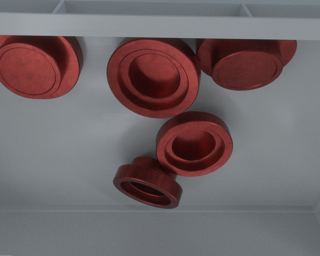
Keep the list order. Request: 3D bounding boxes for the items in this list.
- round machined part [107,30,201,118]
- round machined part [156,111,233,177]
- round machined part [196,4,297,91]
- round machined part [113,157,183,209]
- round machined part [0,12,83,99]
[{"bbox_3d":[-0.004,-0.061,0.338,0.098,0.042,0.097,7,132,8],"label":"round machined part"},{"bbox_3d":[0.043,0.017,0.411,0.099,0.042,0.097,-2,129,-2],"label":"round machined part"},{"bbox_3d":[0.086,-0.073,0.314,0.099,0.042,0.098,2,155,1],"label":"round machined part"},{"bbox_3d":[-0.014,0.076,0.447,0.098,0.042,0.098,16,150,10],"label":"round machined part"},{"bbox_3d":[-0.137,-0.070,0.336,0.099,0.042,0.097,-1,130,0],"label":"round machined part"}]
